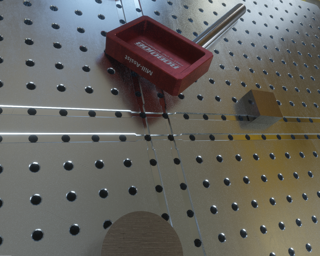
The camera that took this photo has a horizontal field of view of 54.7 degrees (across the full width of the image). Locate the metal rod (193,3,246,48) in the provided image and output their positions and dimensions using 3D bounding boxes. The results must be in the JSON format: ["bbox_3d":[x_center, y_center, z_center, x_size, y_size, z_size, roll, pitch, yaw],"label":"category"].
[{"bbox_3d":[0.088,-0.165,0.556,0.025,0.025,0.301,43,51,1],"label":"metal rod"}]

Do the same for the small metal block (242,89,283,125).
[{"bbox_3d":[0.172,-0.035,0.522,0.050,0.025,0.050,4,60,-26],"label":"small metal block"}]

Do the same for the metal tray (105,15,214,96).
[{"bbox_3d":[-0.002,-0.108,0.444,0.130,0.030,0.091,35,50,17],"label":"metal tray"}]

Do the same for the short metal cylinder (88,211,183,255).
[{"bbox_3d":[-0.025,0.127,0.301,0.081,0.050,0.080,14,56,-21],"label":"short metal cylinder"}]
